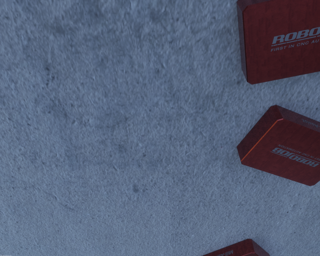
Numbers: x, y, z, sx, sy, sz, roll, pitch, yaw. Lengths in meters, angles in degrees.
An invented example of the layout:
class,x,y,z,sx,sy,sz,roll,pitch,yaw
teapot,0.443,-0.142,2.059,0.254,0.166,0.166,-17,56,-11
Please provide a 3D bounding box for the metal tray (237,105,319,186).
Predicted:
class,x,y,z,sx,sy,sz,roll,pitch,yaw
metal tray,0.187,0.029,0.431,0.131,0.030,0.089,18,128,-16

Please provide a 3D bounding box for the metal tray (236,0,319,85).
class,x,y,z,sx,sy,sz,roll,pitch,yaw
metal tray,0.151,-0.101,0.320,0.131,0.030,0.090,-11,130,8

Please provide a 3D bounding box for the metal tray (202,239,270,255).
class,x,y,z,sx,sy,sz,roll,pitch,yaw
metal tray,0.155,0.283,0.648,0.130,0.030,0.090,-31,124,23
